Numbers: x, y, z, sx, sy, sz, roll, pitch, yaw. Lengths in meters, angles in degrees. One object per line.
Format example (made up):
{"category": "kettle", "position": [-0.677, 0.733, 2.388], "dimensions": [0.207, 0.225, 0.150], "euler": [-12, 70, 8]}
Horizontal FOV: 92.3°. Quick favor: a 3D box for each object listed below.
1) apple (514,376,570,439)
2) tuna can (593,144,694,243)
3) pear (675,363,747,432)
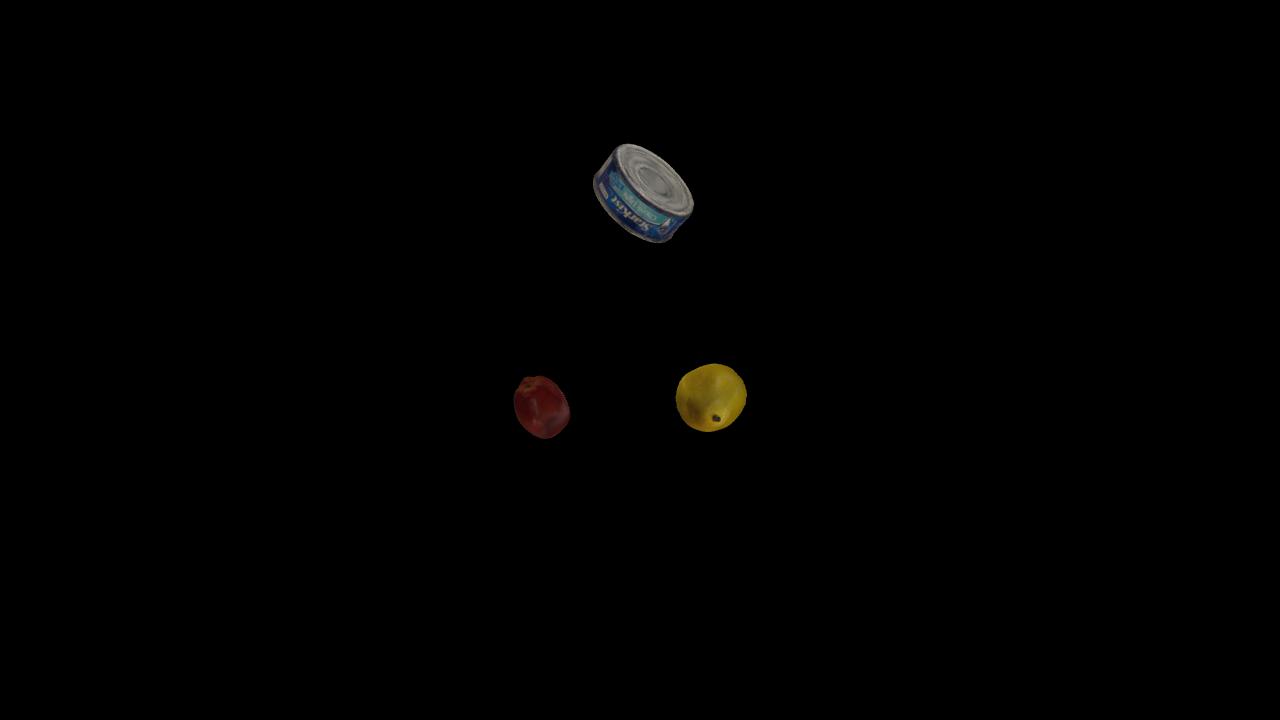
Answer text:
{"category": "apple", "position": [-0.140, 0.068, 0.875], "dimensions": [0.079, 0.093, 0.079], "euler": [-10, 38, 8]}
{"category": "tuna can", "position": [0.004, -0.141, 0.517], "dimensions": [0.084, 0.084, 0.034], "euler": [0, -33, -44]}
{"category": "pear", "position": [0.076, 0.052, 0.670], "dimensions": [0.080, 0.080, 0.111], "euler": [0, 23, 11]}
